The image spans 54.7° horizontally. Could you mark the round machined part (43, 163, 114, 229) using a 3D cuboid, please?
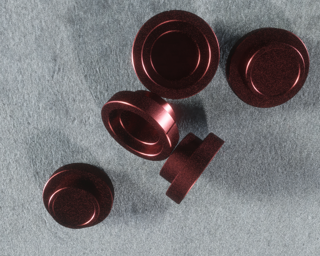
[{"bbox_3d":[-0.116,0.102,0.437,0.099,0.042,0.097,0,110,-1],"label":"round machined part"}]

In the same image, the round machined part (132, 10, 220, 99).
[{"bbox_3d":[0.017,-0.085,0.365,0.099,0.042,0.097,-1,102,-4],"label":"round machined part"}]

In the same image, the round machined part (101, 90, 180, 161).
[{"bbox_3d":[-0.019,-0.008,0.380,0.098,0.042,0.097,23,145,18],"label":"round machined part"}]

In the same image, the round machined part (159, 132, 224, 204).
[{"bbox_3d":[0.036,0.044,0.392,0.042,0.098,0.097,36,107,11],"label":"round machined part"}]

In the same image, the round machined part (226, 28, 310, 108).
[{"bbox_3d":[0.133,-0.071,0.377,0.099,0.042,0.097,0,110,-1],"label":"round machined part"}]
